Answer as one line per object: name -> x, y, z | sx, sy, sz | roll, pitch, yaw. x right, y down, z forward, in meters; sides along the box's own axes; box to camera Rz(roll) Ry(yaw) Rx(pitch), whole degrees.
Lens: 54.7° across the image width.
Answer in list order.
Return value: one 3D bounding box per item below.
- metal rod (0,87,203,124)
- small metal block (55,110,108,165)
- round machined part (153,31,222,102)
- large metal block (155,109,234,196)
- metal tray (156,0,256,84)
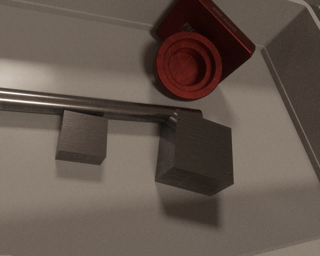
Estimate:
metal rod -> -0.080, -0.024, 0.377 | 0.303, 0.025, 0.025 | 4, 60, -27
small metal block -> -0.088, 0.012, 0.352 | 0.050, 0.025, 0.050 | 11, 57, -23
round machined part -> 0.037, -0.086, 0.453 | 0.099, 0.042, 0.097 | 1, 86, -14
large metal block -> 0.044, 0.033, 0.395 | 0.081, 0.050, 0.080 | 18, 54, -18
metal tray -> 0.068, -0.135, 0.475 | 0.130, 0.090, 0.030 | 44, 45, -6
